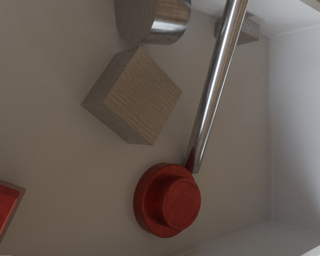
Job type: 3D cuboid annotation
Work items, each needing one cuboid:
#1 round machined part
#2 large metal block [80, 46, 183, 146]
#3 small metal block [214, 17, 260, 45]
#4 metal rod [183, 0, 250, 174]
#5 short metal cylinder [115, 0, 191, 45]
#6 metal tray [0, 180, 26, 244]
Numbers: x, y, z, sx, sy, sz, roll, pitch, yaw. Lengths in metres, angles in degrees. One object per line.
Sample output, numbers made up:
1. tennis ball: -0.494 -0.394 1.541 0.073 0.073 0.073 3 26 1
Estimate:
1. round machined part: 0.017 0.097 0.412 0.099 0.042 0.097 0 90 -40
2. large metal block: -0.031 -0.035 0.366 0.080 0.050 0.080 43 64 -32
3. small metal block: 0.123 -0.155 0.496 0.050 0.050 0.025 10 84 -40
4. metal rod: 0.073 -0.072 0.386 0.025 0.025 0.298 -11 124 -40
5. short metal cylinder: -0.010 -0.140 0.364 0.050 0.080 0.079 -9 96 -40
6. metal tray: -0.149 0.104 0.237 0.030 0.090 0.130 25 73 -15
